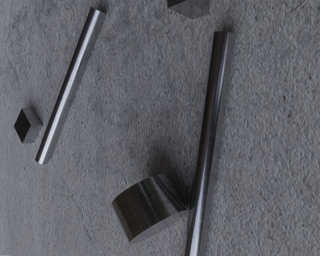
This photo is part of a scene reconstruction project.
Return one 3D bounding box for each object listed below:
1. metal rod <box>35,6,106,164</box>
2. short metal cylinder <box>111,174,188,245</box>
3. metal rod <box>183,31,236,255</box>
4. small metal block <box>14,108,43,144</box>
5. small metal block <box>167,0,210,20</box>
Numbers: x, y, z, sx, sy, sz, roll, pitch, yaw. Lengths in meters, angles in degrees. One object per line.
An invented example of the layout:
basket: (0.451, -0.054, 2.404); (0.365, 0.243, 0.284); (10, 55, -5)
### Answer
metal rod: (-0.161, -0.062, 0.537); (0.025, 0.025, 0.298); (41, 115, 32)
short metal cylinder: (-0.012, 0.099, 0.379); (0.080, 0.081, 0.050); (-45, 63, 30)
metal rod: (0.053, 0.042, 0.360); (0.025, 0.025, 0.298); (12, 97, 39)
small metal block: (-0.266, -0.004, 0.625); (0.050, 0.025, 0.050); (51, 120, 27)
small metal block: (0.033, -0.161, 0.361); (0.025, 0.050, 0.050); (-5, 87, 40)
